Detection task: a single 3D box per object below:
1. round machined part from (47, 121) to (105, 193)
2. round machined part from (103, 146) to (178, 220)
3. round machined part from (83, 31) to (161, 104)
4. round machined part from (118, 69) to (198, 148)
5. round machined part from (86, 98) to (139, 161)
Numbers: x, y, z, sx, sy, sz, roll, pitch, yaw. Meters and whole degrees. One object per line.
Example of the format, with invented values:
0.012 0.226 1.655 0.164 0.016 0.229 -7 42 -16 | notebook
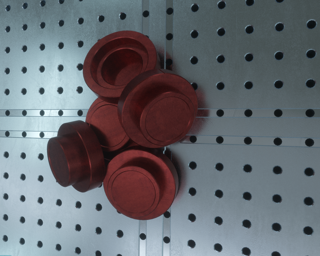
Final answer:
-0.119 0.041 0.419 0.098 0.042 0.097 20 117 45 | round machined part
-0.028 0.075 0.399 0.098 0.042 0.097 3 102 13 | round machined part
-0.047 -0.075 0.407 0.098 0.042 0.098 -5 68 12 | round machined part
0.002 -0.018 0.371 0.098 0.099 0.042 -58 33 11 | round machined part
-0.061 -0.003 0.423 0.098 0.042 0.097 0 90 19 | round machined part
